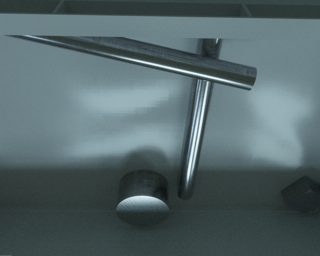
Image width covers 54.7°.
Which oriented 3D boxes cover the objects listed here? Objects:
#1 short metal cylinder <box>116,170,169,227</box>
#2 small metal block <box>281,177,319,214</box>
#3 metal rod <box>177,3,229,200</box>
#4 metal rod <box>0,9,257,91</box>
[{"bbox_3d":[-0.026,0.111,0.487,0.081,0.050,0.079,0,130,0],"label":"short metal cylinder"},{"bbox_3d":[0.237,0.111,0.505,0.050,0.025,0.050,28,128,-22],"label":"small metal block"},{"bbox_3d":[0.048,-0.007,0.403,0.025,0.025,0.298,2,130,-2],"label":"metal rod"},{"bbox_3d":[-0.051,-0.083,0.317,0.302,0.025,0.025,12,129,-3],"label":"metal rod"}]
